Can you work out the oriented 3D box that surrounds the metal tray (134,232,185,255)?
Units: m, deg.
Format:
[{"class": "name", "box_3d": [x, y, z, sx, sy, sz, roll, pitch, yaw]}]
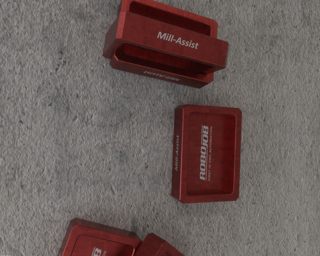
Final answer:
[{"class": "metal tray", "box_3d": [-0.015, 0.207, 0.376, 0.130, 0.030, 0.090, -54, 126, -20]}]

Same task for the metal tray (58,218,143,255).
[{"class": "metal tray", "box_3d": [-0.085, 0.185, 0.375, 0.091, 0.030, 0.129, 21, 83, -19]}]

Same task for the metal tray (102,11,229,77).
[{"class": "metal tray", "box_3d": [0.004, -0.094, 0.375, 0.131, 0.090, 0.030, 10, 86, -20]}]

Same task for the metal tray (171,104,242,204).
[{"class": "metal tray", "box_3d": [0.065, 0.035, 0.430, 0.091, 0.030, 0.129, 2, 89, -20]}]

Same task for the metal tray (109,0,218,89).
[{"class": "metal tray", "box_3d": [0.008, -0.109, 0.400, 0.131, 0.030, 0.090, 10, 78, -19]}]
